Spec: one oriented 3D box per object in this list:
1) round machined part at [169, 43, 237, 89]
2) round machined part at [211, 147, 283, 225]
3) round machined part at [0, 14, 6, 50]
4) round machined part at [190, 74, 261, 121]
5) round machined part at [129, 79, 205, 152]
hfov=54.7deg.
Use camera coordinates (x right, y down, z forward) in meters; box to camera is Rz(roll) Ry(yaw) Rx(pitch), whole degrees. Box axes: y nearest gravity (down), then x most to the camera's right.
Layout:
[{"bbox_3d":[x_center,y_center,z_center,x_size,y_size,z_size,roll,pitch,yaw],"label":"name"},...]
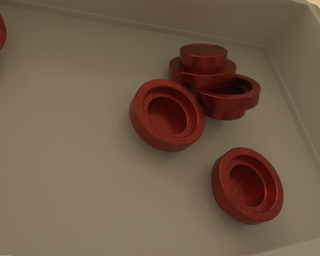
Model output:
[{"bbox_3d":[0.062,-0.095,0.455,0.099,0.042,0.098,1,30,0],"label":"round machined part"},{"bbox_3d":[0.108,0.078,0.405,0.099,0.042,0.098,14,56,-21],"label":"round machined part"},{"bbox_3d":[-0.221,-0.108,0.326,0.098,0.042,0.098,32,45,-39],"label":"round machined part"},{"bbox_3d":[0.093,-0.045,0.452,0.099,0.042,0.098,1,30,0],"label":"round machined part"},{"bbox_3d":[0.006,-0.012,0.405,0.099,0.042,0.098,14,56,-21],"label":"round machined part"}]
